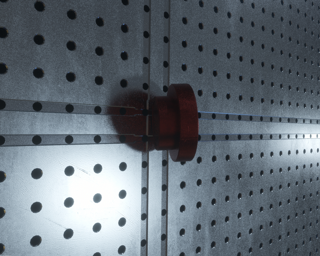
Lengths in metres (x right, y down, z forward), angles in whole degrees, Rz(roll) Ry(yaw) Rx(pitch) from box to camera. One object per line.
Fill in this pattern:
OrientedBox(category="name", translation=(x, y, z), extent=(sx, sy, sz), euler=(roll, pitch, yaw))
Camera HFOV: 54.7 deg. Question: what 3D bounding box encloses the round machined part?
OrientedBox(category="round machined part", translation=(0.015, -0.006, 0.387), extent=(0.042, 0.098, 0.097), euler=(-2, 92, -9))
